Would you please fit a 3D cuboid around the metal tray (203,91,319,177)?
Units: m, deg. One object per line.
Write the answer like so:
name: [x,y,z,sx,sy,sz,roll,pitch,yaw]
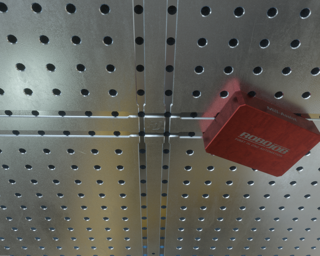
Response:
metal tray: [0.136,0.013,0.421,0.131,0.030,0.089,20,127,-17]
